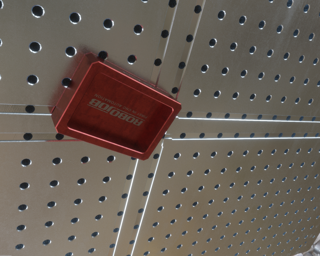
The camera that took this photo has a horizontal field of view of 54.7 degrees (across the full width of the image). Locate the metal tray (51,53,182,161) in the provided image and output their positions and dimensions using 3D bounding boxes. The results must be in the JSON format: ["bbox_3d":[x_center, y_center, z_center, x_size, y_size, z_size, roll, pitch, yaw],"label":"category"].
[{"bbox_3d":[-0.048,-0.019,0.370,0.131,0.030,0.090,23,106,-37],"label":"metal tray"}]
